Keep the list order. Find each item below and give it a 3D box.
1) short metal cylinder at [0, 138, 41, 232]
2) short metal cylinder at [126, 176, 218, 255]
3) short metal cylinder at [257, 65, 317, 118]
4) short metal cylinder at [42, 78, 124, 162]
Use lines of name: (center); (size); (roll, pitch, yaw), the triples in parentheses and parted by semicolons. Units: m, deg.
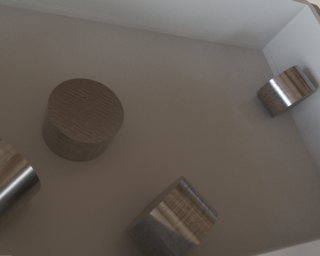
short metal cylinder: (-0.151, 0.046, 0.261); (0.080, 0.080, 0.050); (39, 51, -2)
short metal cylinder: (0.012, 0.095, 0.319); (0.050, 0.080, 0.080); (47, 51, 4)
short metal cylinder: (0.211, -0.060, 0.521); (0.081, 0.080, 0.050); (-22, 74, -36)
short metal cylinder: (-0.087, -0.008, 0.348); (0.081, 0.050, 0.080); (14, 56, -21)
